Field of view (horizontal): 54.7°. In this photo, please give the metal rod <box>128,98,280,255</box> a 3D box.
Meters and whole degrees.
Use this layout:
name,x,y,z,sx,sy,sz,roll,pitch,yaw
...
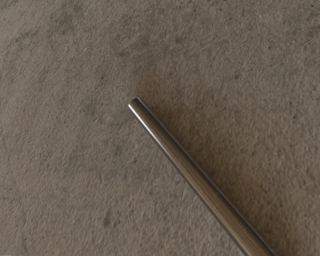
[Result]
name,x,y,z,sx,sy,sz,roll,pitch,yaw
metal rod,0.042,0.056,0.346,0.025,0.025,0.300,-41,51,0
